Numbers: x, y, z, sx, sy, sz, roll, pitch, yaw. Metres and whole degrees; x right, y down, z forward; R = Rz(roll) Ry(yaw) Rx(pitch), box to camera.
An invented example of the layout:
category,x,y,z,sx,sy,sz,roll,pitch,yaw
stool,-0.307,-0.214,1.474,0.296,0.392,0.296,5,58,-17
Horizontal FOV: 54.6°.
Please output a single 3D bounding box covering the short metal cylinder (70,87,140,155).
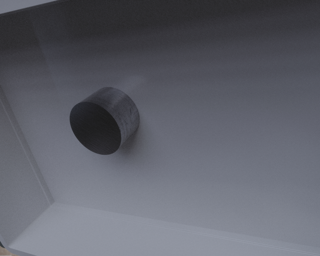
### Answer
category,x,y,z,sx,sy,sz,roll,pitch,yaw
short metal cylinder,-0.075,-0.010,0.427,0.080,0.050,0.080,13,124,21
